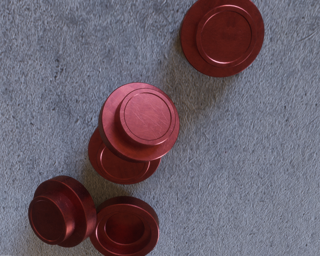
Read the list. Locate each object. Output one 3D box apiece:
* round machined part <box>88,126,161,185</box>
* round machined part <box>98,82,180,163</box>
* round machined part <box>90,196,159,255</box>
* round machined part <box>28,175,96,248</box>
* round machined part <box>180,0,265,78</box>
[{"bbox_3d":[-0.047,0.034,0.413,0.099,0.042,0.097,0,110,0],"label":"round machined part"},{"bbox_3d":[-0.020,-0.009,0.370,0.099,0.042,0.098,5,75,-21],"label":"round machined part"},{"bbox_3d":[-0.050,0.140,0.452,0.099,0.042,0.097,0,110,0],"label":"round machined part"},{"bbox_3d":[-0.139,0.117,0.421,0.098,0.042,0.097,5,102,26],"label":"round machined part"},{"bbox_3d":[0.073,-0.107,0.362,0.099,0.042,0.097,0,110,0],"label":"round machined part"}]
